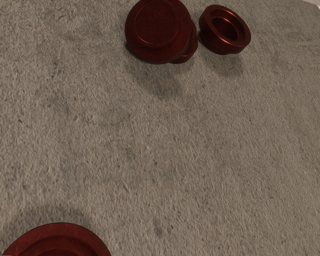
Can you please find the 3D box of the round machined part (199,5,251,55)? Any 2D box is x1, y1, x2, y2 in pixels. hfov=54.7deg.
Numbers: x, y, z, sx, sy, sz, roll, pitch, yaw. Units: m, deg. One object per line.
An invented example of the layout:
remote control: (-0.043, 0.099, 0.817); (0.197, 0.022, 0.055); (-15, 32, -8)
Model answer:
round machined part: (0.112, -0.172, 0.561); (0.099, 0.042, 0.098); (14, 56, -21)

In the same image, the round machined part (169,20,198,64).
round machined part: (0.020, -0.155, 0.500); (0.099, 0.042, 0.098); (14, 56, -21)

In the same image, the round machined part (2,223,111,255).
round machined part: (-0.091, 0.135, 0.263); (0.099, 0.042, 0.098); (14, 56, -21)

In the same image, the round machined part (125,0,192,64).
round machined part: (-0.004, -0.144, 0.444); (0.098, 0.098, 0.042); (50, 8, 6)
